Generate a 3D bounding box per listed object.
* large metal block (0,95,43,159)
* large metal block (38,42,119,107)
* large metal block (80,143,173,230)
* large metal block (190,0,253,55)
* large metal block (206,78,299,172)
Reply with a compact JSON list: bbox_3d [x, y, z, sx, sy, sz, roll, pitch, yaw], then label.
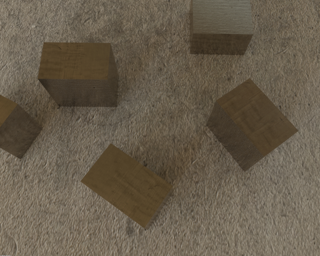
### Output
[{"bbox_3d":[-0.206,-0.010,0.381,0.080,0.080,0.050,27,72,9],"label":"large metal block"},{"bbox_3d":[-0.100,-0.066,0.402,0.081,0.080,0.050,1,70,0],"label":"large metal block"},{"bbox_3d":[-0.034,0.070,0.353,0.080,0.080,0.050,33,74,11],"label":"large metal block"},{"bbox_3d":[0.086,-0.155,0.452,0.081,0.050,0.080,1,70,0],"label":"large metal block"},{"bbox_3d":[0.107,0.000,0.380,0.050,0.080,0.080,-34,74,-11],"label":"large metal block"}]
